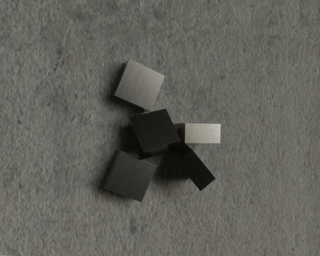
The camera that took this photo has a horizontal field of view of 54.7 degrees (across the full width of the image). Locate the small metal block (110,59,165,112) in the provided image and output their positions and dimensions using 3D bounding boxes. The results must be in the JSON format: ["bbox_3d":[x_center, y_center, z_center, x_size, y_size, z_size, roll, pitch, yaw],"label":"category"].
[{"bbox_3d":[-0.029,-0.054,0.399,0.050,0.025,0.050,23,82,-19],"label":"small metal block"}]

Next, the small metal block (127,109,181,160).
[{"bbox_3d":[-0.008,0.007,0.395,0.050,0.025,0.050,-14,63,-20],"label":"small metal block"}]

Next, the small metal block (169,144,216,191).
[{"bbox_3d":[0.041,0.049,0.410,0.025,0.050,0.050,-40,104,-2],"label":"small metal block"}]

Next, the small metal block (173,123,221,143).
[{"bbox_3d":[0.046,0.007,0.414,0.050,0.050,0.025,1,90,-21],"label":"small metal block"}]

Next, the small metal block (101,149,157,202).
[{"bbox_3d":[-0.040,0.061,0.395,0.050,0.025,0.050,25,82,-19],"label":"small metal block"}]
